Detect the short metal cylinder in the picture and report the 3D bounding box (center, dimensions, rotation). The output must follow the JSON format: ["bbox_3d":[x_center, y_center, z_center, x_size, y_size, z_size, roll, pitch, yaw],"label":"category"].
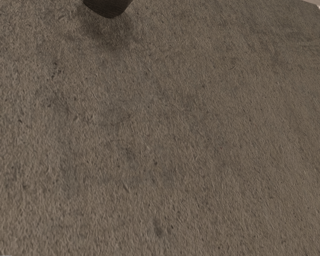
[{"bbox_3d":[-0.075,-0.214,0.460,0.080,0.080,0.050,31,52,-9],"label":"short metal cylinder"}]
